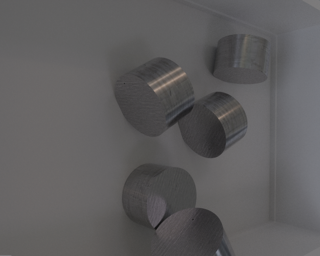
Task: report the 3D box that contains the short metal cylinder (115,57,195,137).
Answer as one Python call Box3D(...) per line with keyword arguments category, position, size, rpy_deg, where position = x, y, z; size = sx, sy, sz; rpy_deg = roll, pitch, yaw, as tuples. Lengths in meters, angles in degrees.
Box3D(category="short metal cylinder", position=(-0.007, -0.036, 0.365), size=(0.050, 0.080, 0.080), rpy_deg=(-37, 113, -34))

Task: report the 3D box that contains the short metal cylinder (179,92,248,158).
Box3D(category="short metal cylinder", position=(0.073, -0.005, 0.432), size=(0.050, 0.080, 0.080), rpy_deg=(-29, 108, -36))

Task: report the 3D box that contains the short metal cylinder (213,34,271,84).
Box3D(category="short metal cylinder", position=(0.126, -0.103, 0.476), size=(0.081, 0.080, 0.050), rpy_deg=(15, 81, -39))

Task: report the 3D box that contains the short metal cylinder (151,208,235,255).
Box3D(category="short metal cylinder", position=(0.037, 0.135, 0.338), size=(0.080, 0.080, 0.050), rpy_deg=(-43, 122, -32))

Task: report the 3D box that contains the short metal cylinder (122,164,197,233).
Box3D(category="short metal cylinder", position=(0.000, 0.087, 0.390), size=(0.081, 0.050, 0.080), rpy_deg=(0, 90, -40))
